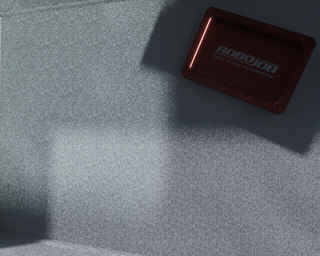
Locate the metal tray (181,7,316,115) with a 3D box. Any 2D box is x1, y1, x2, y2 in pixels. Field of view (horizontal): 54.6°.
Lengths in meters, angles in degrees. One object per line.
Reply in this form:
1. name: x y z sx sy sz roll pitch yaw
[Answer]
1. metal tray: 0.102 -0.080 0.371 0.130 0.030 0.090 25 98 18
